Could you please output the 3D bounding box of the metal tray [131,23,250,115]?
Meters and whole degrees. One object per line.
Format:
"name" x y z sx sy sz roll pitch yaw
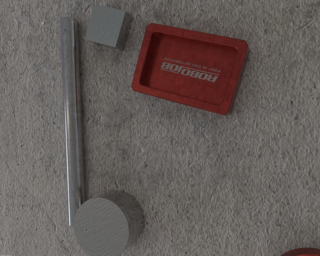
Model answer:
"metal tray" 0.037 -0.075 0.393 0.130 0.030 0.089 17 96 19

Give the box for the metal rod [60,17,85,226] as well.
"metal rod" -0.127 -0.010 0.453 0.025 0.025 0.298 -3 89 20

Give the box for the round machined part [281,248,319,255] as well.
"round machined part" 0.169 0.180 0.340 0.098 0.042 0.097 0 90 20

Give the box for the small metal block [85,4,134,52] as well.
"small metal block" -0.071 -0.140 0.434 0.050 0.025 0.050 19 96 19

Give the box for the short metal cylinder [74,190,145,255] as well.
"short metal cylinder" -0.068 0.129 0.420 0.080 0.050 0.080 0 90 20
